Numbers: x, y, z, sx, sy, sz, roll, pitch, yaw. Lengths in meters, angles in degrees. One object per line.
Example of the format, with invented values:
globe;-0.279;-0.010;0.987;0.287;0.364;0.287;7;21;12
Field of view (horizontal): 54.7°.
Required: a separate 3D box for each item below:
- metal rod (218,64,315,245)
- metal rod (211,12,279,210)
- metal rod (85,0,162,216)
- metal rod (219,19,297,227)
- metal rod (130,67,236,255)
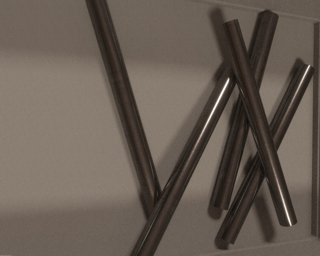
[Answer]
metal rod;0.166;0.033;0.473;0.025;0.025;0.299;32;79;-18
metal rod;0.127;-0.029;0.459;0.025;0.025;0.299;19;84;-20
metal rod;-0.039;-0.016;0.396;0.025;0.025;0.298;-18;96;-19
metal rod;0.140;-0.002;0.436;0.025;0.025;0.298;-21;97;-19
metal rod;0.037;0.044;0.406;0.025;0.025;0.300;34;72;-17
